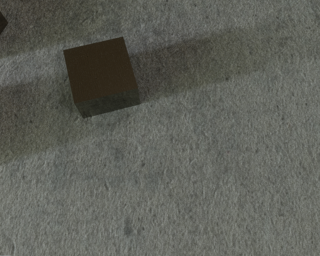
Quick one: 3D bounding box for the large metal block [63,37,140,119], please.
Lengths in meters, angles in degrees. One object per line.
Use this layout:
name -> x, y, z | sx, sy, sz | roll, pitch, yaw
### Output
large metal block -> -0.077, -0.067, 0.419 | 0.081, 0.050, 0.080 | -15, 71, -6

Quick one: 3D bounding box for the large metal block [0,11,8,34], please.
large metal block -> -0.286, -0.150, 0.446 | 0.080, 0.050, 0.080 | 20, 71, 7
